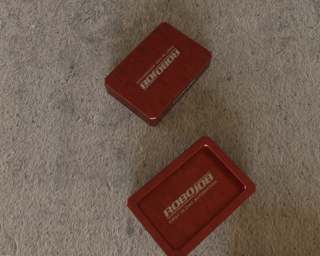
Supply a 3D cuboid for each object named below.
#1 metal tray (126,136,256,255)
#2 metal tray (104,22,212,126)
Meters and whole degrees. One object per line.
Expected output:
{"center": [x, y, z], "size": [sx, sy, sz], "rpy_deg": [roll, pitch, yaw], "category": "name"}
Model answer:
{"center": [0.037, 0.083, 0.375], "size": [0.130, 0.030, 0.090], "rpy_deg": [-39, 75, -13], "category": "metal tray"}
{"center": [-0.002, -0.077, 0.434], "size": [0.090, 0.030, 0.130], "rpy_deg": [38, 74, 12], "category": "metal tray"}
